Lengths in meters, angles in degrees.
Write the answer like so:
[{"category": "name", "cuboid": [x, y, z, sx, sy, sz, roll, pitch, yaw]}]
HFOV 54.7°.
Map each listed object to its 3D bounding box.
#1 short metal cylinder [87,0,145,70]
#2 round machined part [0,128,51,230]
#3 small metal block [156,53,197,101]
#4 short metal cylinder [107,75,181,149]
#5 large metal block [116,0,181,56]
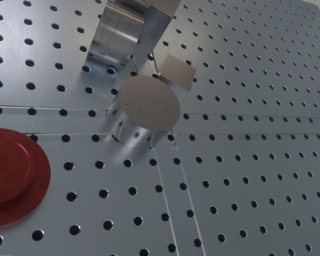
[{"category": "short metal cylinder", "cuboid": [-0.060, -0.124, 0.416, 0.050, 0.080, 0.080, 21, 54, -16]}, {"category": "round machined part", "cuboid": [-0.154, 0.042, 0.289, 0.099, 0.042, 0.098, 14, 56, -21]}, {"category": "small metal block", "cuboid": [0.023, -0.077, 0.468, 0.050, 0.025, 0.050, 27, 52, -12]}, {"category": "short metal cylinder", "cuboid": [-0.021, -0.020, 0.393, 0.081, 0.050, 0.080, 14, 56, -21]}, {"category": "large metal block", "cuboid": [-0.027, -0.168, 0.461, 0.080, 0.080, 0.050, 28, 52, -11]}]
